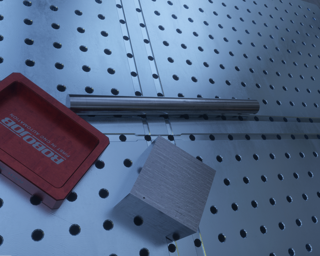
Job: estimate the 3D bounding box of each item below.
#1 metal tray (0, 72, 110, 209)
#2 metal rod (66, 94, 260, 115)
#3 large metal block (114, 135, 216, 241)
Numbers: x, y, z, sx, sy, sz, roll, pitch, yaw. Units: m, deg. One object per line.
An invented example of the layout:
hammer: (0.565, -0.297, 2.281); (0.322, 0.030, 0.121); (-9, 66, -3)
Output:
metal tray: (-0.131, 0.010, 0.327); (0.130, 0.030, 0.090); (37, 51, -4)
metal rod: (0.023, -0.031, 0.439); (0.303, 0.025, 0.025); (-2, 63, -29)
large metal block: (0.008, 0.069, 0.354); (0.080, 0.050, 0.080); (33, 51, -7)
